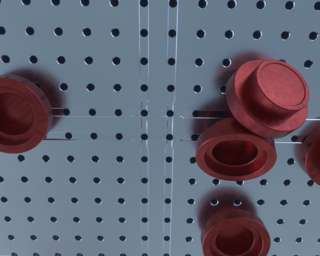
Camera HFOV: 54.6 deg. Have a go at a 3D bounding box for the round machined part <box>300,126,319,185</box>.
[{"bbox_3d":[0.248,0.041,0.421,0.099,0.042,0.097,0,110,0],"label":"round machined part"}]

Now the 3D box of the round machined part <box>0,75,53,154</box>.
[{"bbox_3d":[-0.186,-0.020,0.396,0.099,0.042,0.097,0,110,0],"label":"round machined part"}]

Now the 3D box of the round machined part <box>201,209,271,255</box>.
[{"bbox_3d":[0.110,0.162,0.465,0.099,0.042,0.097,0,110,0],"label":"round machined part"}]

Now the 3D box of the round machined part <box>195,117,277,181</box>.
[{"bbox_3d":[0.096,0.024,0.400,0.098,0.042,0.098,5,138,5],"label":"round machined part"}]

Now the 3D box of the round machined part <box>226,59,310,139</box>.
[{"bbox_3d":[0.130,-0.040,0.359,0.098,0.098,0.042,21,149,-8],"label":"round machined part"}]
